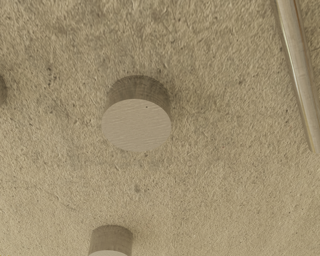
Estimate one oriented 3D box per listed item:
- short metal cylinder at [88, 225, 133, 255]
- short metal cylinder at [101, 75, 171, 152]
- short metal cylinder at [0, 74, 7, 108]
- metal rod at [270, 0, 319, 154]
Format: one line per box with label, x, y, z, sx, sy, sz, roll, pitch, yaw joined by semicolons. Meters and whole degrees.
short metal cylinder;-0.092;0.227;0.583;0.081;0.050;0.079;0;130;0
short metal cylinder;-0.027;-0.017;0.376;0.081;0.050;0.079;0;130;0
short metal cylinder;-0.228;-0.038;0.357;0.081;0.050;0.079;0;130;0
metal rod;0.153;-0.076;0.344;0.025;0.025;0.299;-21;127;17
